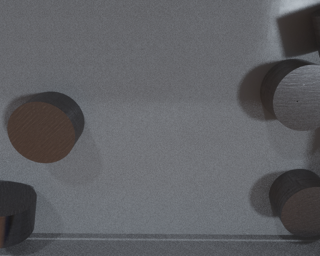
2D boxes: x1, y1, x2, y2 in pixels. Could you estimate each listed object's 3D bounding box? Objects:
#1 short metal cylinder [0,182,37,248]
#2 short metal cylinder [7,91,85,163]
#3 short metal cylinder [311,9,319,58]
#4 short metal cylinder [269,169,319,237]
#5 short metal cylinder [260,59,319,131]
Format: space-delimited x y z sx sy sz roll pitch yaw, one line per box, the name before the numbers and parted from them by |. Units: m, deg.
short metal cylinder | -0.213 0.116 0.423 0.081 0.080 0.050 11 110 -4
short metal cylinder | -0.143 -0.002 0.396 0.081 0.050 0.079 0 110 0
short metal cylinder | 0.215 -0.113 0.342 0.080 0.080 0.050 -20 109 7
short metal cylinder | 0.203 0.105 0.438 0.081 0.050 0.079 0 110 0
short metal cylinder | 0.172 -0.042 0.384 0.081 0.050 0.079 0 110 0
